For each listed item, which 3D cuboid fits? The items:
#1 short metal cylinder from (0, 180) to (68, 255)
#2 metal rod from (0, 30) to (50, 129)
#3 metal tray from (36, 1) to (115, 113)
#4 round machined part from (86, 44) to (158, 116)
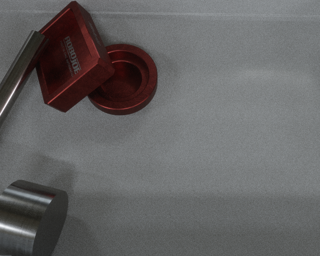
[{"bbox_3d":[-0.143,0.102,0.341,0.050,0.080,0.080,14,71,5],"label":"short metal cylinder"},{"bbox_3d":[-0.218,0.014,0.378,0.025,0.025,0.299,24,80,8],"label":"metal rod"},{"bbox_3d":[-0.119,-0.095,0.405,0.090,0.030,0.130,-35,57,14],"label":"metal tray"},{"bbox_3d":[-0.052,-0.062,0.423,0.099,0.042,0.098,0,70,-1],"label":"round machined part"}]
